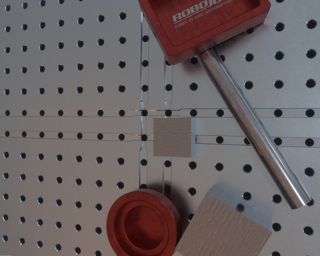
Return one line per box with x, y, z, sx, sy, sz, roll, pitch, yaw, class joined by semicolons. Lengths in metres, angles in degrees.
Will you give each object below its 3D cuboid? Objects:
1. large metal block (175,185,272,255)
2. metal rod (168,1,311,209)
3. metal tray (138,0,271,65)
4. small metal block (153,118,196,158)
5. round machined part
0.077;0.128;0.372;0.080;0.050;0.080;30;99;17;large metal block
0.088;-0.041;0.381;0.025;0.025;0.299;-33;80;17;metal rod
0.051;-0.144;0.370;0.131;0.030;0.090;-26;80;0;metal tray
0.019;0.012;0.405;0.050;0.025;0.050;0;90;19;small metal block
-0.017;0.129;0.408;0.098;0.042;0.097;0;89;21;round machined part
